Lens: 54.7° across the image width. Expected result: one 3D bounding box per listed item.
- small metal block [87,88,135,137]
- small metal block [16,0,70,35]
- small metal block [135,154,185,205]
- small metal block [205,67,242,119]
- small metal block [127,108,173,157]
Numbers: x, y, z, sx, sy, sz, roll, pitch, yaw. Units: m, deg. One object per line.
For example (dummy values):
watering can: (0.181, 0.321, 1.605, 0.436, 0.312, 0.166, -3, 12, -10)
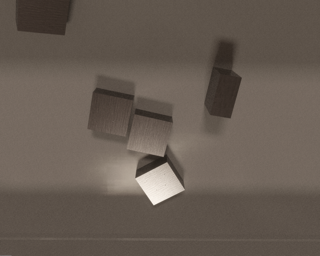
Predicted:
small metal block: (-0.063, -0.021, 0.403, 0.050, 0.025, 0.050, 11, 110, -5)
small metal block: (-0.130, -0.133, 0.341, 0.050, 0.025, 0.050, -3, 137, -29)
small metal block: (0.000, 0.073, 0.438, 0.050, 0.025, 0.050, -28, 108, 9)
small metal block: (0.076, -0.045, 0.383, 0.025, 0.050, 0.050, 10, 110, -4)
small metal block: (-0.014, 0.006, 0.413, 0.050, 0.025, 0.050, 13, 110, -5)
